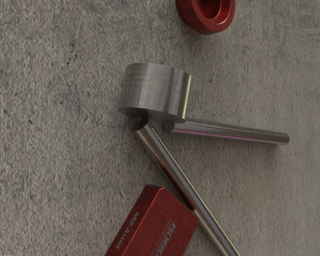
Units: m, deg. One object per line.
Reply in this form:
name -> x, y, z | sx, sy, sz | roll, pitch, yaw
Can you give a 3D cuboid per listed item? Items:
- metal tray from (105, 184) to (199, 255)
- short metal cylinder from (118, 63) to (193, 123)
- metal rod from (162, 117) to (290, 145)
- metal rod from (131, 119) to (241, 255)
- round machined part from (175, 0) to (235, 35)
metal tray -> -0.011, 0.150, 0.392 | 0.090, 0.030, 0.130 | 46, 62, -30
short metal cylinder -> -0.005, -0.038, 0.364 | 0.081, 0.080, 0.050 | 16, 80, -39
metal rod -> 0.127, 0.008, 0.510 | 0.302, 0.025, 0.025 | 7, 86, -40
metal rod -> 0.051, 0.109, 0.446 | 0.025, 0.025, 0.299 | -49, 119, -29
round machined part -> 0.061, -0.182, 0.444 | 0.099, 0.042, 0.097 | 0, 90, -40
